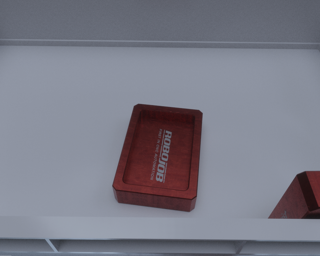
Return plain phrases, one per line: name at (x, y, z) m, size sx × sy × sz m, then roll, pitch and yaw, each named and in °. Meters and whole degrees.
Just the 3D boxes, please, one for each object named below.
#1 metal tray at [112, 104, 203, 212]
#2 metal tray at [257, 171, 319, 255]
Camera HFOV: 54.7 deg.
metal tray at (0.002, 0.030, 0.376) m, size 0.091 × 0.030 × 0.130 m, roll 6°, pitch 50°, yaw 5°
metal tray at (0.147, 0.083, 0.269) m, size 0.091 × 0.129 × 0.030 m, roll -1°, pitch 50°, yaw -1°
